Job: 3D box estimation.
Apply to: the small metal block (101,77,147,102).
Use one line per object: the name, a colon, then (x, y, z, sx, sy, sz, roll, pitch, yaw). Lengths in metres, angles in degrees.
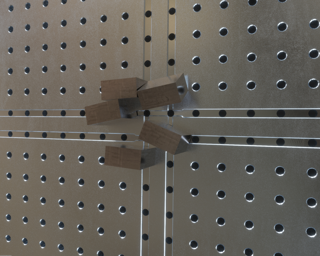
small metal block: (-0.044, -0.050, 0.415, 0.050, 0.050, 0.025, -3, 89, 20)

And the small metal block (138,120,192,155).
small metal block: (0.008, 0.011, 0.397, 0.050, 0.050, 0.025, 24, 98, 18)

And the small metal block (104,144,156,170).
small metal block: (-0.039, 0.037, 0.413, 0.050, 0.050, 0.025, 5, 92, 20)

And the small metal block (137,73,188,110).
small metal block: (0.005, -0.047, 0.395, 0.050, 0.050, 0.025, -10, 110, 19)

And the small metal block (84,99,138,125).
small metal block: (-0.066, -0.020, 0.423, 0.050, 0.050, 0.025, -11, 87, 20)
